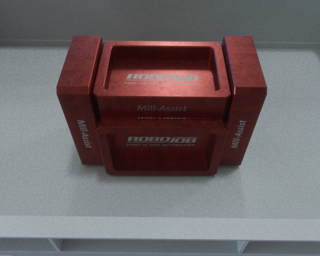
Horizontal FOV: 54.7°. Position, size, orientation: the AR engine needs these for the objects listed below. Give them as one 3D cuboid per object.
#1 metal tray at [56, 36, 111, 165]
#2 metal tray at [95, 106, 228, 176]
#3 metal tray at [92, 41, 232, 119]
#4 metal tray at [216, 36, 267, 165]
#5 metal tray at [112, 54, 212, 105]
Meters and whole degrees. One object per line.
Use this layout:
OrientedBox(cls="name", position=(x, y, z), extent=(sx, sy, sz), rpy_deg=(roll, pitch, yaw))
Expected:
OrientedBox(cls="metal tray", position=(-0.079, -0.028, 0.357), extent=(0.030, 0.129, 0.090), rpy_deg=(0, 51, 0))
OrientedBox(cls="metal tray", position=(0.002, 0.017, 0.344), extent=(0.131, 0.089, 0.030), rpy_deg=(0, 50, 0))
OrientedBox(cls="metal tray", position=(0.002, -0.053, 0.327), extent=(0.131, 0.030, 0.090), rpy_deg=(1, 50, 0))
OrientedBox(cls="metal tray", position=(0.084, -0.027, 0.357), extent=(0.030, 0.129, 0.090), rpy_deg=(1, 51, 1))
OrientedBox(cls="metal tray", position=(0.003, -0.052, 0.402), extent=(0.131, 0.090, 0.030), rpy_deg=(0, 51, 0))
